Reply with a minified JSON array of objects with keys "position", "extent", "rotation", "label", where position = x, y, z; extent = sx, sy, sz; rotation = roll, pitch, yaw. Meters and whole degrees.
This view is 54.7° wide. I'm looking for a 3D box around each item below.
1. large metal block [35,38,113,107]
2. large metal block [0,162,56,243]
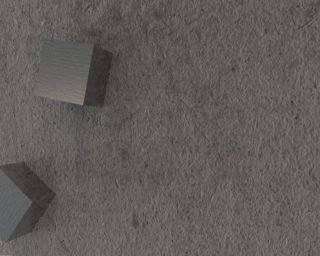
[{"position":[-0.121,-0.077,0.439],"extent":[0.080,0.050,0.080],"rotation":[12,94,19],"label":"large metal block"},{"position":[-0.222,0.111,0.474],"extent":[0.080,0.050,0.080],"rotation":[39,102,15],"label":"large metal block"}]
